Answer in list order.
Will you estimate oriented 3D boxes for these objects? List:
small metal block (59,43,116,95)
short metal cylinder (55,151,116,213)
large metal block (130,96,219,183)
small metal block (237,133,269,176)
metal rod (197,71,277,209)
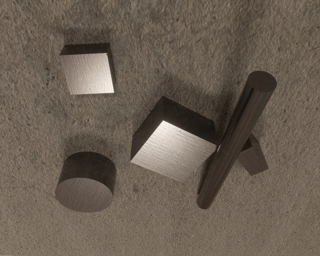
[{"bbox_3d":[-0.079,-0.066,0.350,0.050,0.025,0.050,-3,130,1],"label":"small metal block"},{"bbox_3d":[-0.108,0.081,0.458,0.081,0.050,0.079,0,130,0],"label":"short metal cylinder"},{"bbox_3d":[0.017,0.017,0.406,0.080,0.050,0.080,25,126,-20],"label":"large metal block"},{"bbox_3d":[0.118,0.028,0.416,0.025,0.050,0.050,-29,125,22],"label":"small metal block"},{"bbox_3d":[0.081,0.042,0.391,0.025,0.025,0.298,2,147,-2],"label":"metal rod"}]
